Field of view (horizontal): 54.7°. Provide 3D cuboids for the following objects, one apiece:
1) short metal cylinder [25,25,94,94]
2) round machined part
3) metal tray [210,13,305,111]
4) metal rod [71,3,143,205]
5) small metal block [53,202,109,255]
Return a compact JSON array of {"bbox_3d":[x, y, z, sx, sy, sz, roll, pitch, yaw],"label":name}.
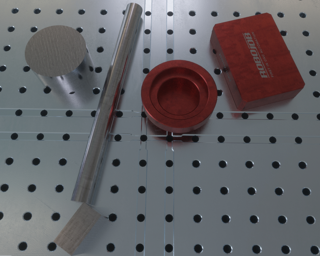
[{"bbox_3d":[-0.138,-0.094,0.432,0.081,0.050,0.080,0,70,0],"label":"short metal cylinder"},{"bbox_3d":[0.025,-0.039,0.417,0.099,0.042,0.098,0,70,0],"label":"round machined part"},{"bbox_3d":[0.136,-0.098,0.446,0.091,0.030,0.130,-14,71,-6],"label":"metal tray"},{"bbox_3d":[-0.068,-0.047,0.428,0.025,0.025,0.299,10,70,4],"label":"metal rod"},{"bbox_3d":[-0.088,0.116,0.355,0.025,0.050,0.050,33,73,11],"label":"small metal block"}]
